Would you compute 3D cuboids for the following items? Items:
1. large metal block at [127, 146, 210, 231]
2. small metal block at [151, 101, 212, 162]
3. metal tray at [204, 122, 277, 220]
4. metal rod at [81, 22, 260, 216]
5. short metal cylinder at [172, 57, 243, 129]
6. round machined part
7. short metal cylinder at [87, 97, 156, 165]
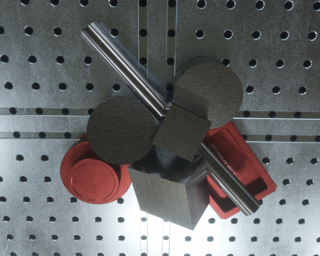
[{"bbox_3d":[0.013,0.073,0.395,0.080,0.050,0.080,12,131,31],"label":"large metal block"},{"bbox_3d":[0.023,0.003,0.354,0.050,0.025,0.050,25,100,-9],"label":"small metal block"},{"bbox_3d":[0.088,0.055,0.427,0.090,0.030,0.130,-35,107,11],"label":"metal tray"},{"bbox_3d":[0.017,-0.007,0.381,0.025,0.025,0.300,-41,96,13],"label":"metal rod"},{"bbox_3d":[0.056,-0.044,0.381,0.081,0.050,0.079,0,110,0],"label":"short metal cylinder"},{"bbox_3d":[-0.087,0.064,0.422,0.099,0.042,0.097,0,110,0],"label":"round machined part"},{"bbox_3d":[-0.048,0.002,0.385,0.081,0.050,0.079,-1,94,-8],"label":"short metal cylinder"}]
